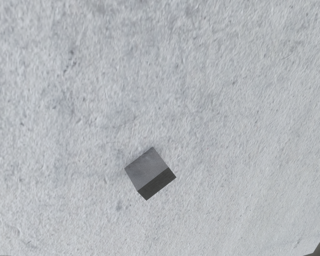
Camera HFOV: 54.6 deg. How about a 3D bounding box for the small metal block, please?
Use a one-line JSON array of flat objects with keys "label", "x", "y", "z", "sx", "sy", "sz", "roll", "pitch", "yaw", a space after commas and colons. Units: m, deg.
[{"label": "small metal block", "x": -0.014, "y": 0.061, "z": 0.420, "sx": 0.050, "sy": 0.050, "sz": 0.025, "roll": -37, "pitch": 129, "yaw": -3}]
